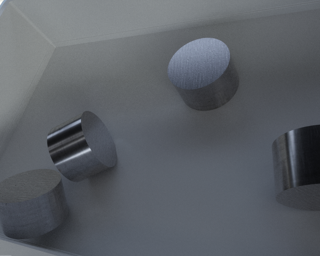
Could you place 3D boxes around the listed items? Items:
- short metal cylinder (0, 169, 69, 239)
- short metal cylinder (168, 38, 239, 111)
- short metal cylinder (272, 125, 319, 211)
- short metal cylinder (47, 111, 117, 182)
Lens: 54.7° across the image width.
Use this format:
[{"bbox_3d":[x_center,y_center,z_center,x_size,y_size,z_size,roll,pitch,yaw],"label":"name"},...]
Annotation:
[{"bbox_3d":[-0.161,0.092,0.389,0.080,0.050,0.080,-5,20,2],"label":"short metal cylinder"},{"bbox_3d":[0.057,-0.069,0.401,0.080,0.050,0.080,-13,56,20],"label":"short metal cylinder"},{"bbox_3d":[0.143,0.038,0.272,0.080,0.080,0.050,-7,59,24],"label":"short metal cylinder"},{"bbox_3d":[-0.100,0.024,0.406,0.050,0.080,0.080,-26,53,12],"label":"short metal cylinder"}]
